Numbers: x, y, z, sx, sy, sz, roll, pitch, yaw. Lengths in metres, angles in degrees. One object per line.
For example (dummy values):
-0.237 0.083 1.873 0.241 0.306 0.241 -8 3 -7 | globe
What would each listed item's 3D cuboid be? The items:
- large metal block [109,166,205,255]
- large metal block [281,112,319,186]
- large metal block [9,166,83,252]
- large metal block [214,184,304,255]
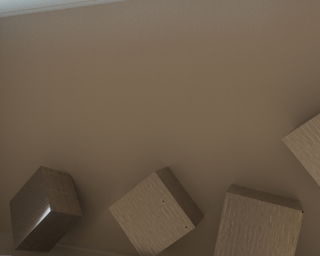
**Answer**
-0.004 0.108 0.398 0.080 0.050 0.080 -40 77 15 | large metal block
0.190 0.016 0.316 0.080 0.050 0.080 -44 75 37 | large metal block
-0.163 0.115 0.437 0.080 0.050 0.080 -46 46 14 | large metal block
0.112 0.117 0.357 0.080 0.050 0.080 11 94 19 | large metal block
